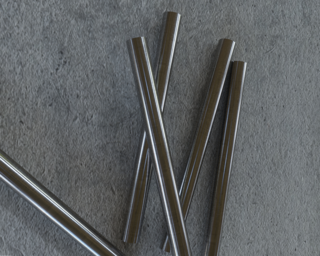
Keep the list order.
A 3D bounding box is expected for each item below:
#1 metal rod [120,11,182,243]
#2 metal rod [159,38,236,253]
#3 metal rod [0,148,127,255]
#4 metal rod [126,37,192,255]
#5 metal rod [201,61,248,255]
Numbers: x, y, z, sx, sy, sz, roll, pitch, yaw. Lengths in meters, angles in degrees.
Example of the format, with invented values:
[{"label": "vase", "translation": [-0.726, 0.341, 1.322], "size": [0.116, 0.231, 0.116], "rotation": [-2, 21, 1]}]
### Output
[{"label": "metal rod", "translation": [-0.011, -0.004, 0.404], "size": [0.025, 0.025, 0.298], "rotation": [12, 86, -20]}, {"label": "metal rod", "translation": [0.054, 0.020, 0.428], "size": [0.025, 0.025, 0.299], "rotation": [19, 84, -19]}, {"label": "metal rod", "translation": [-0.137, 0.082, 0.358], "size": [0.300, 0.025, 0.025], "rotation": [46, 76, -14]}, {"label": "metal rod", "translation": [0.002, 0.040, 0.381], "size": [0.025, 0.025, 0.298], "rotation": [-13, 95, -20]}, {"label": "metal rod", "translation": [0.090, 0.053, 0.442], "size": [0.025, 0.025, 0.298], "rotation": [11, 86, -20]}]
